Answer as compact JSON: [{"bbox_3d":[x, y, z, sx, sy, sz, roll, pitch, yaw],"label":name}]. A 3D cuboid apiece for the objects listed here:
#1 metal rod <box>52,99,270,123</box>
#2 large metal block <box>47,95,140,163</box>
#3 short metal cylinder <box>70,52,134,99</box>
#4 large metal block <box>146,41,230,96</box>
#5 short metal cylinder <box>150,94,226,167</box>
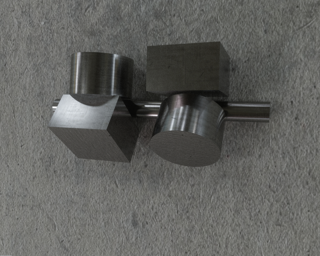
[{"bbox_3d":[-0.012,-0.025,0.416,0.301,0.025,0.025,3,91,19],"label":"metal rod"},{"bbox_3d":[-0.082,0.002,0.403,0.080,0.080,0.050,3,57,19],"label":"large metal block"},{"bbox_3d":[-0.076,-0.066,0.407,0.080,0.080,0.050,4,92,20],"label":"short metal cylinder"},{"bbox_3d":[0.037,-0.065,0.367,0.080,0.080,0.050,2,91,20],"label":"large metal block"},{"bbox_3d":[0.033,0.005,0.363,0.080,0.080,0.050,2,56,20],"label":"short metal cylinder"}]
